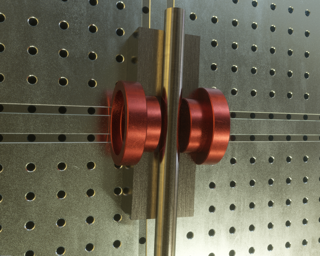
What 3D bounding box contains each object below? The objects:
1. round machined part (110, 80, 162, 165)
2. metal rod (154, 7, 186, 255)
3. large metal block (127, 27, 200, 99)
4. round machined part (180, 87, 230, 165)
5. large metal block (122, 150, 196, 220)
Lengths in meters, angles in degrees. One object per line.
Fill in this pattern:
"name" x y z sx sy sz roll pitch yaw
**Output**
"round machined part" -0.029 -0.005 0.362 0.042 0.098 0.097 2 90 -20
"metal rod" 0.011 0.011 0.363 0.025 0.025 0.298 3 89 -20
"large metal block" 0.003 -0.078 0.400 0.081 0.050 0.080 2 89 -20
"round machined part" 0.047 -0.002 0.391 0.042 0.098 0.097 2 90 -15
"large metal block" -0.002 0.069 0.398 0.081 0.050 0.080 3 89 -20
